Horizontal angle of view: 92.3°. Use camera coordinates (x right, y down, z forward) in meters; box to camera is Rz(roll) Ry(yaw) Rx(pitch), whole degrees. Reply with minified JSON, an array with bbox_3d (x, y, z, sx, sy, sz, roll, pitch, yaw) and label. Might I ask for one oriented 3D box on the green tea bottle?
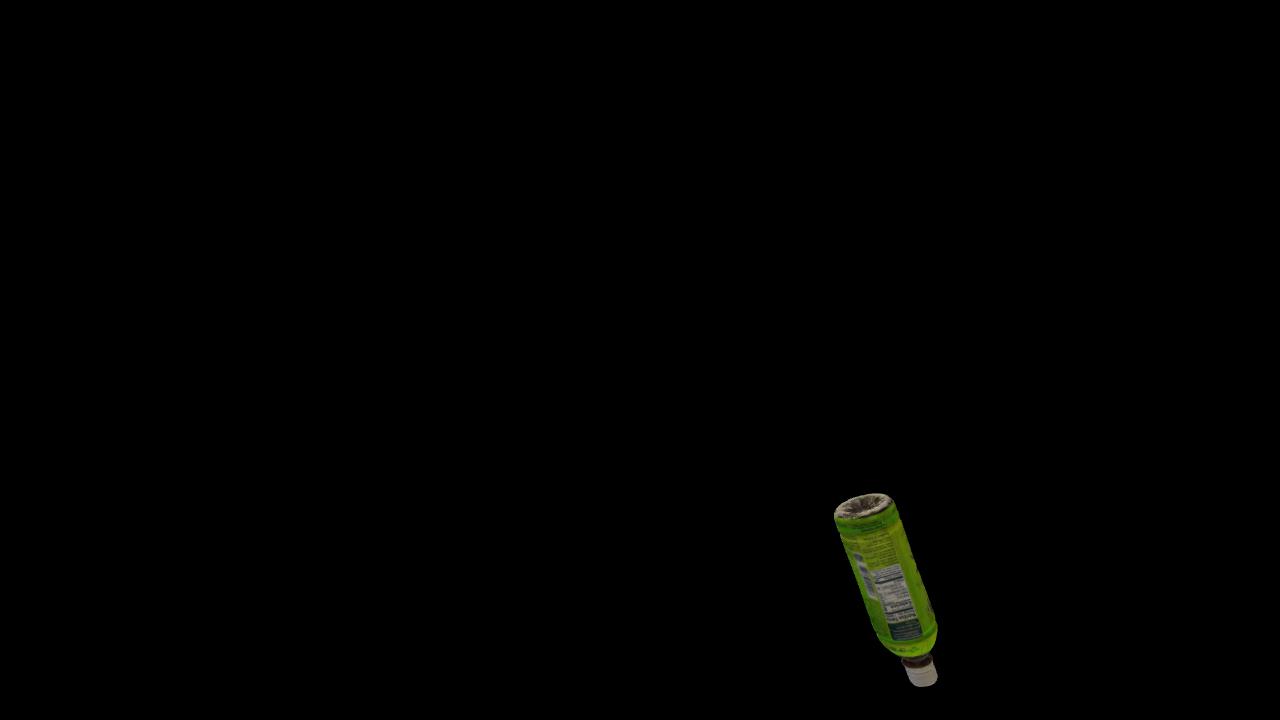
[{"bbox_3d":[0.283,0.261,0.691,0.073,0.212,0.073,-18,1,0],"label":"green tea bottle"}]
